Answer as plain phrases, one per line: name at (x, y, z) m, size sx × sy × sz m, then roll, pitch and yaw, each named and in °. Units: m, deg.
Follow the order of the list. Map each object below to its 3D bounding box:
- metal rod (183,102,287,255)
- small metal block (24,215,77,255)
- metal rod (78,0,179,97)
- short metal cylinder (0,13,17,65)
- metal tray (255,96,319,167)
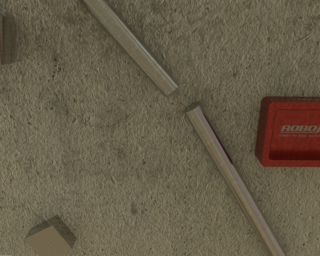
metal rod at (0.117, 0.093, 0.445) m, size 0.025 × 0.025 × 0.299 m, roll -29°, pitch 108°, yaw 10°
small metal block at (-0.165, 0.168, 0.469) m, size 0.050 × 0.025 × 0.050 m, roll -28°, pitch 108°, yaw 9°
metal rod at (-0.084, -0.154, 0.351) m, size 0.025 × 0.025 × 0.300 m, roll -39°, pitch 106°, yaw 13°
short metal cylinder at (-0.203, -0.101, 0.340) m, size 0.081 × 0.080 × 0.050 m, roll 6°, pitch 110°, yaw -3°
metal tray at (0.200, 0.005, 0.411) m, size 0.131 × 0.030 × 0.089 m, roll 0°, pitch 110°, yaw -1°
